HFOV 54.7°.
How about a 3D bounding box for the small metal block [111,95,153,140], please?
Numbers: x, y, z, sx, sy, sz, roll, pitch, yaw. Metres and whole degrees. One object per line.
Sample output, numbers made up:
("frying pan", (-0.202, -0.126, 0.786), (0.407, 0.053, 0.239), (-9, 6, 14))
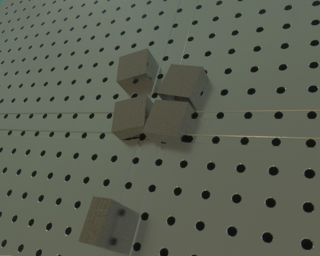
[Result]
("small metal block", (-0.038, -0.014, 0.435), (0.050, 0.025, 0.050), (-11, 57, 21))

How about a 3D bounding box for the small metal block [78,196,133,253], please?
("small metal block", (-0.060, 0.111, 0.354), (0.025, 0.050, 0.050), (1, 62, 28))

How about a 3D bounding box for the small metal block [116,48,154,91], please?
("small metal block", (-0.037, -0.091, 0.482), (0.050, 0.025, 0.050), (-12, 57, 21))

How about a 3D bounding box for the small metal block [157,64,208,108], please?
("small metal block", (0.032, -0.059, 0.427), (0.050, 0.025, 0.050), (12, 68, 33))

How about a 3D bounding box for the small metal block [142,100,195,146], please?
("small metal block", (0.012, -0.008, 0.406), (0.050, 0.025, 0.050), (7, 65, 31))
